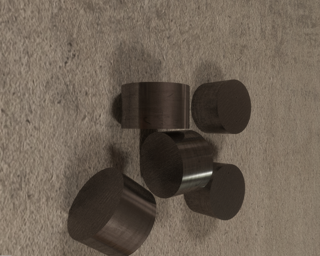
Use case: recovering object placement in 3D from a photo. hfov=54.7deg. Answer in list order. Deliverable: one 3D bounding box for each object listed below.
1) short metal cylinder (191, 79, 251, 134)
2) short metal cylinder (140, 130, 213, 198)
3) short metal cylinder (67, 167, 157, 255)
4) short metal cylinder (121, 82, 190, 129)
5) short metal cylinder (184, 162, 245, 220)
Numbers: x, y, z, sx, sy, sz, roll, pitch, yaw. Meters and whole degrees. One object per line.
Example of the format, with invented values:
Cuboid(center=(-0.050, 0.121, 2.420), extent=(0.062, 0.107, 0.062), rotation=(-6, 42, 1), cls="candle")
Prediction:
Cuboid(center=(0.093, -0.031, 0.469), extent=(0.081, 0.050, 0.079), rotation=(0, 90, -40), cls="short metal cylinder")
Cuboid(center=(0.019, 0.043, 0.387), extent=(0.050, 0.080, 0.079), rotation=(-4, 93, -40), cls="short metal cylinder")
Cuboid(center=(-0.051, 0.089, 0.328), extent=(0.050, 0.080, 0.080), rotation=(43, 64, -32), cls="short metal cylinder")
Cuboid(center=(-0.005, -0.024, 0.366), extent=(0.081, 0.080, 0.050), rotation=(0, 90, -40), cls="short metal cylinder")
Cuboid(center=(0.081, 0.091, 0.460), extent=(0.081, 0.050, 0.079), rotation=(0, 90, -40), cls="short metal cylinder")
